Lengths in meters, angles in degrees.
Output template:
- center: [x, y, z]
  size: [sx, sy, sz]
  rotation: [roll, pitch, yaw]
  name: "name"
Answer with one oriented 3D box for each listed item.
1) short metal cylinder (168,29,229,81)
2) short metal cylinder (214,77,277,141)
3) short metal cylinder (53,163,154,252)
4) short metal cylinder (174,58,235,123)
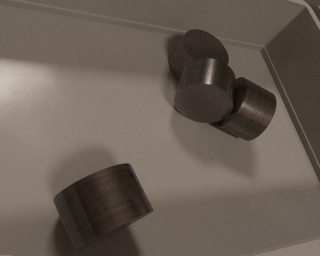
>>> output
- center: [0.061, -0.108, 0.490]
  size: [0.081, 0.050, 0.080]
  rotation: [14, 56, -21]
  name: "short metal cylinder"
- center: [0.123, -0.028, 0.455]
  size: [0.050, 0.080, 0.080]
  rotation: [25, 53, -14]
  name: "short metal cylinder"
- center: [-0.053, 0.075, 0.297]
  size: [0.081, 0.080, 0.050]
  rotation: [-17, 71, -35]
  name: "short metal cylinder"
- center: [0.064, -0.052, 0.438]
  size: [0.080, 0.080, 0.050]
  rotation: [25, 53, -14]
  name: "short metal cylinder"
